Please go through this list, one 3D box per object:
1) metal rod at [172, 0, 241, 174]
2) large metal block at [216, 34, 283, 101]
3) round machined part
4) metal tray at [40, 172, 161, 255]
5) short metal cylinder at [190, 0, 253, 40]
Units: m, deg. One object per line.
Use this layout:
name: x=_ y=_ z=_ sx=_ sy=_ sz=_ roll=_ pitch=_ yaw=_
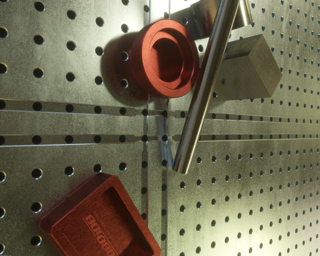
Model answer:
metal rod: x=0.067 y=-0.082 z=0.411 sx=0.025 sy=0.025 sz=0.298 roll=7 pitch=103 yaw=-40
large metal block: x=0.131 y=-0.091 z=0.486 sx=0.080 sy=0.080 sz=0.050 roll=51 pitch=60 yaw=-28
round machined part: x=0.003 y=-0.086 z=0.402 sx=0.099 sy=0.042 sz=0.097 roll=0 pitch=90 yaw=-40
metal tray: x=-0.061 y=0.128 z=0.356 sx=0.091 sy=0.030 sz=0.129 roll=-40 pitch=115 yaw=-33
short metal cylinder: x=0.089 y=-0.166 z=0.450 sx=0.081 sy=0.080 sz=0.050 roll=-29 pitch=109 yaw=-36
